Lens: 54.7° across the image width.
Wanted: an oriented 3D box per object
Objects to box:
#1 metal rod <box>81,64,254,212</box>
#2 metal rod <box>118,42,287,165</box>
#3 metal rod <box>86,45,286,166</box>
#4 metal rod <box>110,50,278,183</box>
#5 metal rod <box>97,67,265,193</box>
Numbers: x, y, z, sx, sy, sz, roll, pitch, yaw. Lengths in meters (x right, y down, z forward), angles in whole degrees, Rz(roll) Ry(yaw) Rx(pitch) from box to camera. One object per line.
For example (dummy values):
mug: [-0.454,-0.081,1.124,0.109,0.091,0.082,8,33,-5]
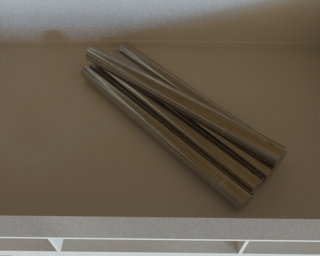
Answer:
metal rod: [-0.008,-0.003,0.406,0.025,0.025,0.300,-36,59,-26]
metal rod: [0.043,-0.046,0.442,0.025,0.025,0.300,-36,59,-26]
metal rod: [0.016,-0.040,0.403,0.300,0.025,0.025,32,57,23]
metal rod: [0.026,-0.030,0.429,0.025,0.025,0.300,-36,59,-26]
metal rod: [0.007,-0.018,0.419,0.025,0.025,0.300,-36,59,-26]
